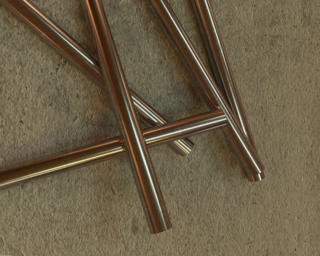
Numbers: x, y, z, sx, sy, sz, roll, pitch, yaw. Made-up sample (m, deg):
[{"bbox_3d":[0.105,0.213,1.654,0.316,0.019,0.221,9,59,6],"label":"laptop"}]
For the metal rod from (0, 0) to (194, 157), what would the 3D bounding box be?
[{"bbox_3d":[-0.073,-0.065,0.381,0.300,0.025,0.025,40,77,-16],"label":"metal rod"}]

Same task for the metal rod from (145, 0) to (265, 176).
[{"bbox_3d":[0.057,-0.066,0.417,0.025,0.025,0.299,-34,97,-17],"label":"metal rod"}]

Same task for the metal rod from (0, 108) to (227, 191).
[{"bbox_3d":[-0.062,0.025,0.368,0.302,0.025,0.025,-15,96,-13],"label":"metal rod"}]

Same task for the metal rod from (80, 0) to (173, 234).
[{"bbox_3d":[-0.044,-0.030,0.356,0.025,0.025,0.299,-15,81,-19],"label":"metal rod"}]

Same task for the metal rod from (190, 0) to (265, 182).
[{"bbox_3d":[0.095,-0.065,0.443,0.025,0.025,0.298,-22,97,-19],"label":"metal rod"}]
